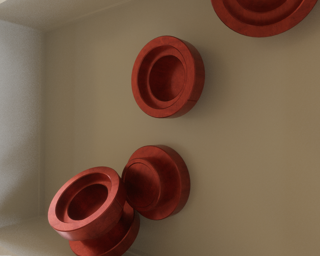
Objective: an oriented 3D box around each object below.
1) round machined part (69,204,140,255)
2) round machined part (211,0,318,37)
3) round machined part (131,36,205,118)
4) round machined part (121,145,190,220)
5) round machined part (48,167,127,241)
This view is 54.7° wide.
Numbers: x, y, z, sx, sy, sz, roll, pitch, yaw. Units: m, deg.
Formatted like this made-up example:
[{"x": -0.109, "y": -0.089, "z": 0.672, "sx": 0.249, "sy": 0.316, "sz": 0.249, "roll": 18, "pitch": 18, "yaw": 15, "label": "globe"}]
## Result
[{"x": -0.081, "y": 0.130, "z": 0.422, "sx": 0.098, "sy": 0.098, "sz": 0.042, "roll": 9, "pitch": 136, "yaw": 39, "label": "round machined part"}, {"x": 0.099, "y": -0.140, "z": 0.292, "sx": 0.098, "sy": 0.042, "sz": 0.097, "roll": 9, "pitch": 128, "yaw": 12, "label": "round machined part"}, {"x": 0.014, "y": -0.060, "z": 0.382, "sx": 0.098, "sy": 0.042, "sz": 0.097, "roll": 0, "pitch": 90, "yaw": 39, "label": "round machined part"}, {"x": -0.013, "y": 0.072, "z": 0.404, "sx": 0.098, "sy": 0.042, "sz": 0.097, "roll": 0, "pitch": 90, "yaw": 39, "label": "round machined part"}, {"x": -0.086, "y": 0.099, "z": 0.391, "sx": 0.098, "sy": 0.098, "sz": 0.042, "roll": 6, "pitch": 136, "yaw": 39, "label": "round machined part"}]
